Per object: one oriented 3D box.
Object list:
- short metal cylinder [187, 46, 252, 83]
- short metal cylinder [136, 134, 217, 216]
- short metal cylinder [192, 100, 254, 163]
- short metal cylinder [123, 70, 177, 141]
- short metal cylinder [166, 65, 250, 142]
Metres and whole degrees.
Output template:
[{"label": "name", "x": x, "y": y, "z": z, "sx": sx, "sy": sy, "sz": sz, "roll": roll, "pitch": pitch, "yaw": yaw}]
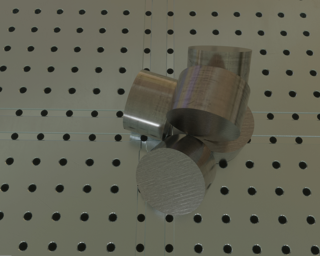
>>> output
[{"label": "short metal cylinder", "x": 0.076, "y": -0.078, "z": 0.404, "sx": 0.080, "sy": 0.080, "sz": 0.050, "roll": 2, "pitch": 110, "yaw": 1}, {"label": "short metal cylinder", "x": 0.020, "y": 0.052, "z": 0.357, "sx": 0.080, "sy": 0.050, "sz": 0.079, "roll": 7, "pitch": 108, "yaw": 22}, {"label": "short metal cylinder", "x": 0.074, "y": 0.001, "z": 0.398, "sx": 0.081, "sy": 0.050, "sz": 0.080, "roll": 0, "pitch": 69, "yaw": 0}, {"label": "short metal cylinder", "x": -0.008, "y": -0.029, "z": 0.393, "sx": 0.050, "sy": 0.080, "sz": 0.080, "roll": 18, "pitch": 71, "yaw": 6}, {"label": "short metal cylinder", "x": 0.053, "y": -0.024, "z": 0.338, "sx": 0.080, "sy": 0.080, "sz": 0.050, "roll": 16, "pitch": 71, "yaw": 6}]
